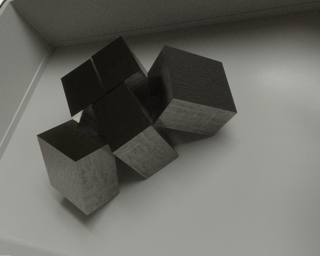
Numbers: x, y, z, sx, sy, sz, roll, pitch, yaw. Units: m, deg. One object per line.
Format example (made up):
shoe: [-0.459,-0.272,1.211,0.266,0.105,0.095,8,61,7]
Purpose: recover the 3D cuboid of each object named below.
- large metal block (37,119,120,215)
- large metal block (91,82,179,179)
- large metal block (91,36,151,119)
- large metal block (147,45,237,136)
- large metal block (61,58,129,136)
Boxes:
large metal block: [-0.099,0.046,0.382,0.080,0.079,0.050,24,40,36]
large metal block: [-0.030,0.004,0.380,0.050,0.080,0.080,-36,51,4]
large metal block: [-0.042,-0.065,0.429,0.050,0.080,0.080,-34,52,6]
large metal block: [0.035,-0.043,0.367,0.050,0.081,0.080,-52,36,46]
large metal block: [-0.086,-0.036,0.434,0.050,0.080,0.080,-33,52,7]
